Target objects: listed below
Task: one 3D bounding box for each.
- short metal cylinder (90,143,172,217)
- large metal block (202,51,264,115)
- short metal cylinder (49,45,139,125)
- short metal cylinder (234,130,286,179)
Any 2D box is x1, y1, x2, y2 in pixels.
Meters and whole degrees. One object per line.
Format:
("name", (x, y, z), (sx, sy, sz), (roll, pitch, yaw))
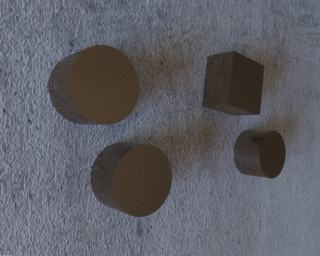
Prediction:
("short metal cylinder", (-0.033, 0.058, 0.361), (0.081, 0.050, 0.079), (0, 90, -40))
("large metal block", (0.116, -0.066, 0.485), (0.081, 0.050, 0.080), (11, 83, -40))
("short metal cylinder", (-0.069, -0.043, 0.330), (0.081, 0.050, 0.079), (0, 90, -40))
("short metal cylinder", (0.172, 0.044, 0.533), (0.081, 0.050, 0.079), (0, 90, -40))
